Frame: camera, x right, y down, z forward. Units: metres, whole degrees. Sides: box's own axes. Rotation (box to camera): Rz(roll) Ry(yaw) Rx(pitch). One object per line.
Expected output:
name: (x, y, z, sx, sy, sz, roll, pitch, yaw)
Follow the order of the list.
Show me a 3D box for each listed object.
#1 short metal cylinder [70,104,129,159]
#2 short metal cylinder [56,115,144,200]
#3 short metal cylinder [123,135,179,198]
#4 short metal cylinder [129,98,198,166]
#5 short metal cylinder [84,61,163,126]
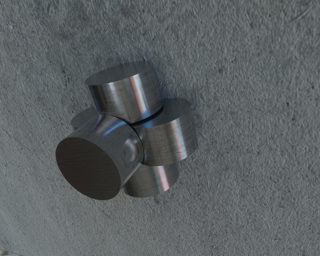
short metal cylinder: (-0.070, 0.003, 0.410, 0.080, 0.080, 0.050, -1, 118, 28)
short metal cylinder: (-0.065, 0.032, 0.341, 0.080, 0.050, 0.079, 13, 124, 20)
short metal cylinder: (-0.019, 0.046, 0.410, 0.080, 0.080, 0.050, 0, 118, 28)
short metal cylinder: (0.002, 0.002, 0.372, 0.080, 0.080, 0.050, 0, 118, 28)
short metal cylinder: (-0.042, -0.043, 0.367, 0.080, 0.080, 0.050, -2, 118, 28)
